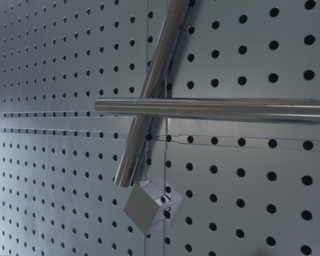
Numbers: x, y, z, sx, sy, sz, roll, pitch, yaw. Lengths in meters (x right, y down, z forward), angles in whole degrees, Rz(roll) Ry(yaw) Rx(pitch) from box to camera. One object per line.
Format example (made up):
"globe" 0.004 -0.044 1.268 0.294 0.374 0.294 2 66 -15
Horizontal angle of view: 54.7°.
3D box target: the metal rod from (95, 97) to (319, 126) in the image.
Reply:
"metal rod" 0.043 -0.022 0.353 0.300 0.025 0.025 4 93 33

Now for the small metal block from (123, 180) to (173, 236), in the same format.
"small metal block" -0.018 0.108 0.424 0.050 0.025 0.050 38 113 33

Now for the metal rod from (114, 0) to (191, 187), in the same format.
"metal rod" -0.009 -0.056 0.416 0.025 0.025 0.298 29 108 36
